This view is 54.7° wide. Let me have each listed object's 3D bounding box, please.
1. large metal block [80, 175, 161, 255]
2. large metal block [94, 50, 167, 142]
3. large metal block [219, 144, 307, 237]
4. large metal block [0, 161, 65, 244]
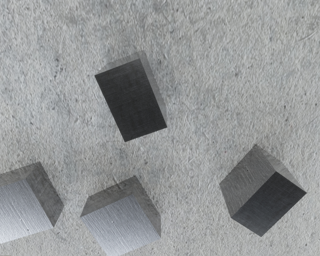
[{"bbox_3d":[-0.053,0.127,0.443,0.080,0.050,0.080,-26,108,9],"label":"large metal block"},{"bbox_3d":[-0.030,-0.041,0.365,0.050,0.080,0.080,-20,109,7],"label":"large metal block"},{"bbox_3d":[0.131,0.080,0.411,0.050,0.080,0.080,34,106,-12],"label":"large metal block"},{"bbox_3d":[-0.195,0.103,0.433,0.080,0.050,0.080,-18,109,6],"label":"large metal block"}]
